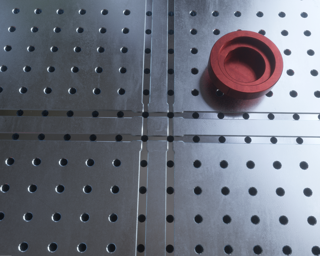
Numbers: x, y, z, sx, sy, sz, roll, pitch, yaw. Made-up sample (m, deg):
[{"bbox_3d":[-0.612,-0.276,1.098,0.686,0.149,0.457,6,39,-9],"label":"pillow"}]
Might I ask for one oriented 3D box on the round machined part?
[{"bbox_3d":[0.116,-0.083,0.434,0.099,0.042,0.098,0,70,0],"label":"round machined part"}]
